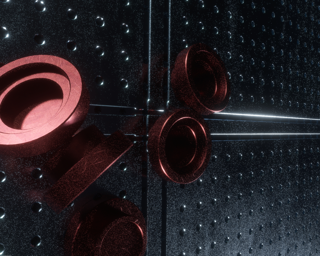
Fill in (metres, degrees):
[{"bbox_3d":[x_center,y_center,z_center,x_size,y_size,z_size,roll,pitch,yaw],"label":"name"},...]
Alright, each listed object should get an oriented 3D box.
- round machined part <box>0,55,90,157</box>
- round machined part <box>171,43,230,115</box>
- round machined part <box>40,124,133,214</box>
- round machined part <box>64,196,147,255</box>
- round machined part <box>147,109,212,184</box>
[{"bbox_3d":[-0.112,-0.017,0.281,0.098,0.098,0.042,-57,158,-25],"label":"round machined part"},{"bbox_3d":[0.054,-0.065,0.437,0.099,0.042,0.098,15,68,-41],"label":"round machined part"},{"bbox_3d":[-0.076,0.034,0.306,0.042,0.098,0.098,47,59,-1],"label":"round machined part"},{"bbox_3d":[-0.054,0.130,0.355,0.099,0.042,0.097,0,90,-40],"label":"round machined part"},{"bbox_3d":[0.022,0.024,0.419,0.099,0.042,0.097,-1,91,-40],"label":"round machined part"}]
